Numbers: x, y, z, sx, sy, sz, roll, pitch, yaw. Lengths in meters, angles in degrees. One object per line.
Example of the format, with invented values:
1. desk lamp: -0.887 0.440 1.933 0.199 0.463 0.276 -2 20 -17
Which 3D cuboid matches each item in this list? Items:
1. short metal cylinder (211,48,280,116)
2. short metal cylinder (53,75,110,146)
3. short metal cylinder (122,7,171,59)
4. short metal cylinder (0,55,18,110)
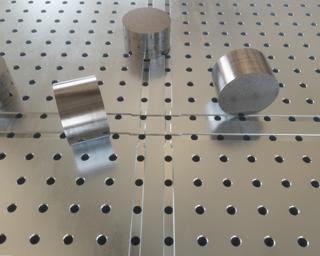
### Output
1. short metal cylinder: 0.115 -0.061 0.425 0.081 0.080 0.050 -3 50 -3
2. short metal cylinder: -0.097 -0.022 0.389 0.050 0.080 0.080 -15 52 -12
3. short metal cylinder: -0.022 -0.162 0.527 0.081 0.050 0.080 0 50 0
4. short metal cylinder: -0.254 -0.064 0.442 0.081 0.050 0.080 0 50 0
